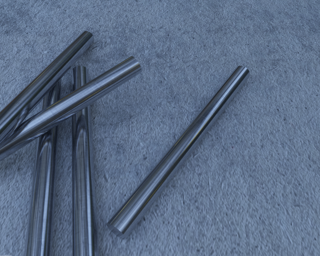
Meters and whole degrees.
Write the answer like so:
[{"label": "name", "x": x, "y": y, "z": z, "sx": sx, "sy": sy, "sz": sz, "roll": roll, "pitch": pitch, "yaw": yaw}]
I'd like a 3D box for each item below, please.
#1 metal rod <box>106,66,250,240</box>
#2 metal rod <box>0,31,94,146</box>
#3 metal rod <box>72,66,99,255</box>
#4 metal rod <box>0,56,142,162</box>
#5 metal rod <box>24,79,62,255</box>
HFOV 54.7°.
[{"label": "metal rod", "x": 0.041, "y": 0.010, "z": 0.394, "sx": 0.025, "sy": 0.025, "sz": 0.301, "roll": 28, "pitch": 55, "yaw": 21}, {"label": "metal rod", "x": -0.153, "y": -0.064, "z": 0.417, "sx": 0.025, "sy": 0.025, "sz": 0.301, "roll": 8, "pitch": 39, "yaw": 7}, {"label": "metal rod", "x": -0.095, "y": 0.027, "z": 0.379, "sx": 0.025, "sy": 0.025, "sz": 0.300, "roll": -8, "pitch": 50, "yaw": -7}, {"label": "metal rod", "x": -0.151, "y": 0.000, "z": 0.370, "sx": 0.301, "sy": 0.025, "sz": 0.025, "roll": -35, "pitch": 58, "yaw": -15}, {"label": "metal rod", "x": -0.135, "y": 0.042, "z": 0.366, "sx": 0.025, "sy": 0.025, "sz": 0.300, "roll": -7, "pitch": 50, "yaw": -6}]
